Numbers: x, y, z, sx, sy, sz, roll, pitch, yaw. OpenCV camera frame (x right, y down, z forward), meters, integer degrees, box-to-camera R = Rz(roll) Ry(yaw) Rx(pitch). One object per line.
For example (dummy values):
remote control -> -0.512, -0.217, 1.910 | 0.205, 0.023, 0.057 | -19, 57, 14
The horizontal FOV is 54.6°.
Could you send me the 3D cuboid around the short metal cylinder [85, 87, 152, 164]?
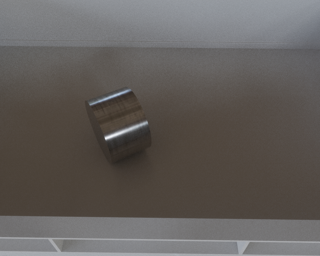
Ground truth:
short metal cylinder -> -0.051, -0.004, 0.372 | 0.050, 0.080, 0.080 | -22, 54, -17
